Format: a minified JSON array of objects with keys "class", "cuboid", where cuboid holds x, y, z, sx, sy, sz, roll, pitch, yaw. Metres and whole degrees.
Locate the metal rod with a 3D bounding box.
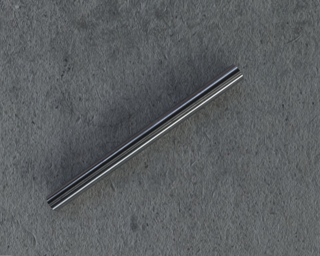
[{"class":"metal rod","cuboid":[-0.020,0.013,0.411,0.301,0.025,0.025,-35,90,0]}]
